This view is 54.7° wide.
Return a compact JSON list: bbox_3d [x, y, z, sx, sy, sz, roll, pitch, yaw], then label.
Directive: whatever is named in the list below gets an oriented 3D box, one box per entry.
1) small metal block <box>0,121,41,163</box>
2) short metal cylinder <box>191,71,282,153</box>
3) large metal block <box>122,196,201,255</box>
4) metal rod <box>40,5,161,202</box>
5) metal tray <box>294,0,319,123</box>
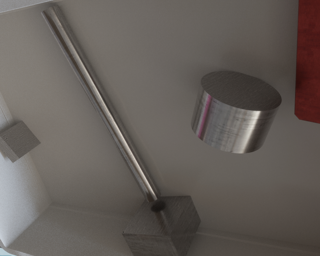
[{"bbox_3d":[-0.245,0.023,0.533,0.025,0.050,0.050,-28,104,37],"label":"small metal block"},{"bbox_3d":[0.077,-0.019,0.321,0.080,0.080,0.050,21,126,15],"label":"short metal cylinder"},{"bbox_3d":[0.004,0.147,0.460,0.080,0.080,0.050,-9,114,32],"label":"large metal block"},{"bbox_3d":[-0.074,-0.021,0.432,0.025,0.025,0.299,-15,111,34],"label":"metal rod"},{"bbox_3d":[0.166,-0.062,0.260,0.090,0.030,0.129,18,128,43],"label":"metal tray"}]
